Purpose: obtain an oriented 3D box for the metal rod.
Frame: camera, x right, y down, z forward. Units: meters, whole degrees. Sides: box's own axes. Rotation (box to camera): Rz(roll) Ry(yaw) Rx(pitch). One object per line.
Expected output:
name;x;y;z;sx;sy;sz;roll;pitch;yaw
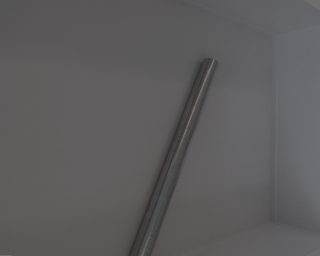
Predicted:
metal rod;0.025;0.034;0.426;0.025;0.025;0.300;34;69;-35
